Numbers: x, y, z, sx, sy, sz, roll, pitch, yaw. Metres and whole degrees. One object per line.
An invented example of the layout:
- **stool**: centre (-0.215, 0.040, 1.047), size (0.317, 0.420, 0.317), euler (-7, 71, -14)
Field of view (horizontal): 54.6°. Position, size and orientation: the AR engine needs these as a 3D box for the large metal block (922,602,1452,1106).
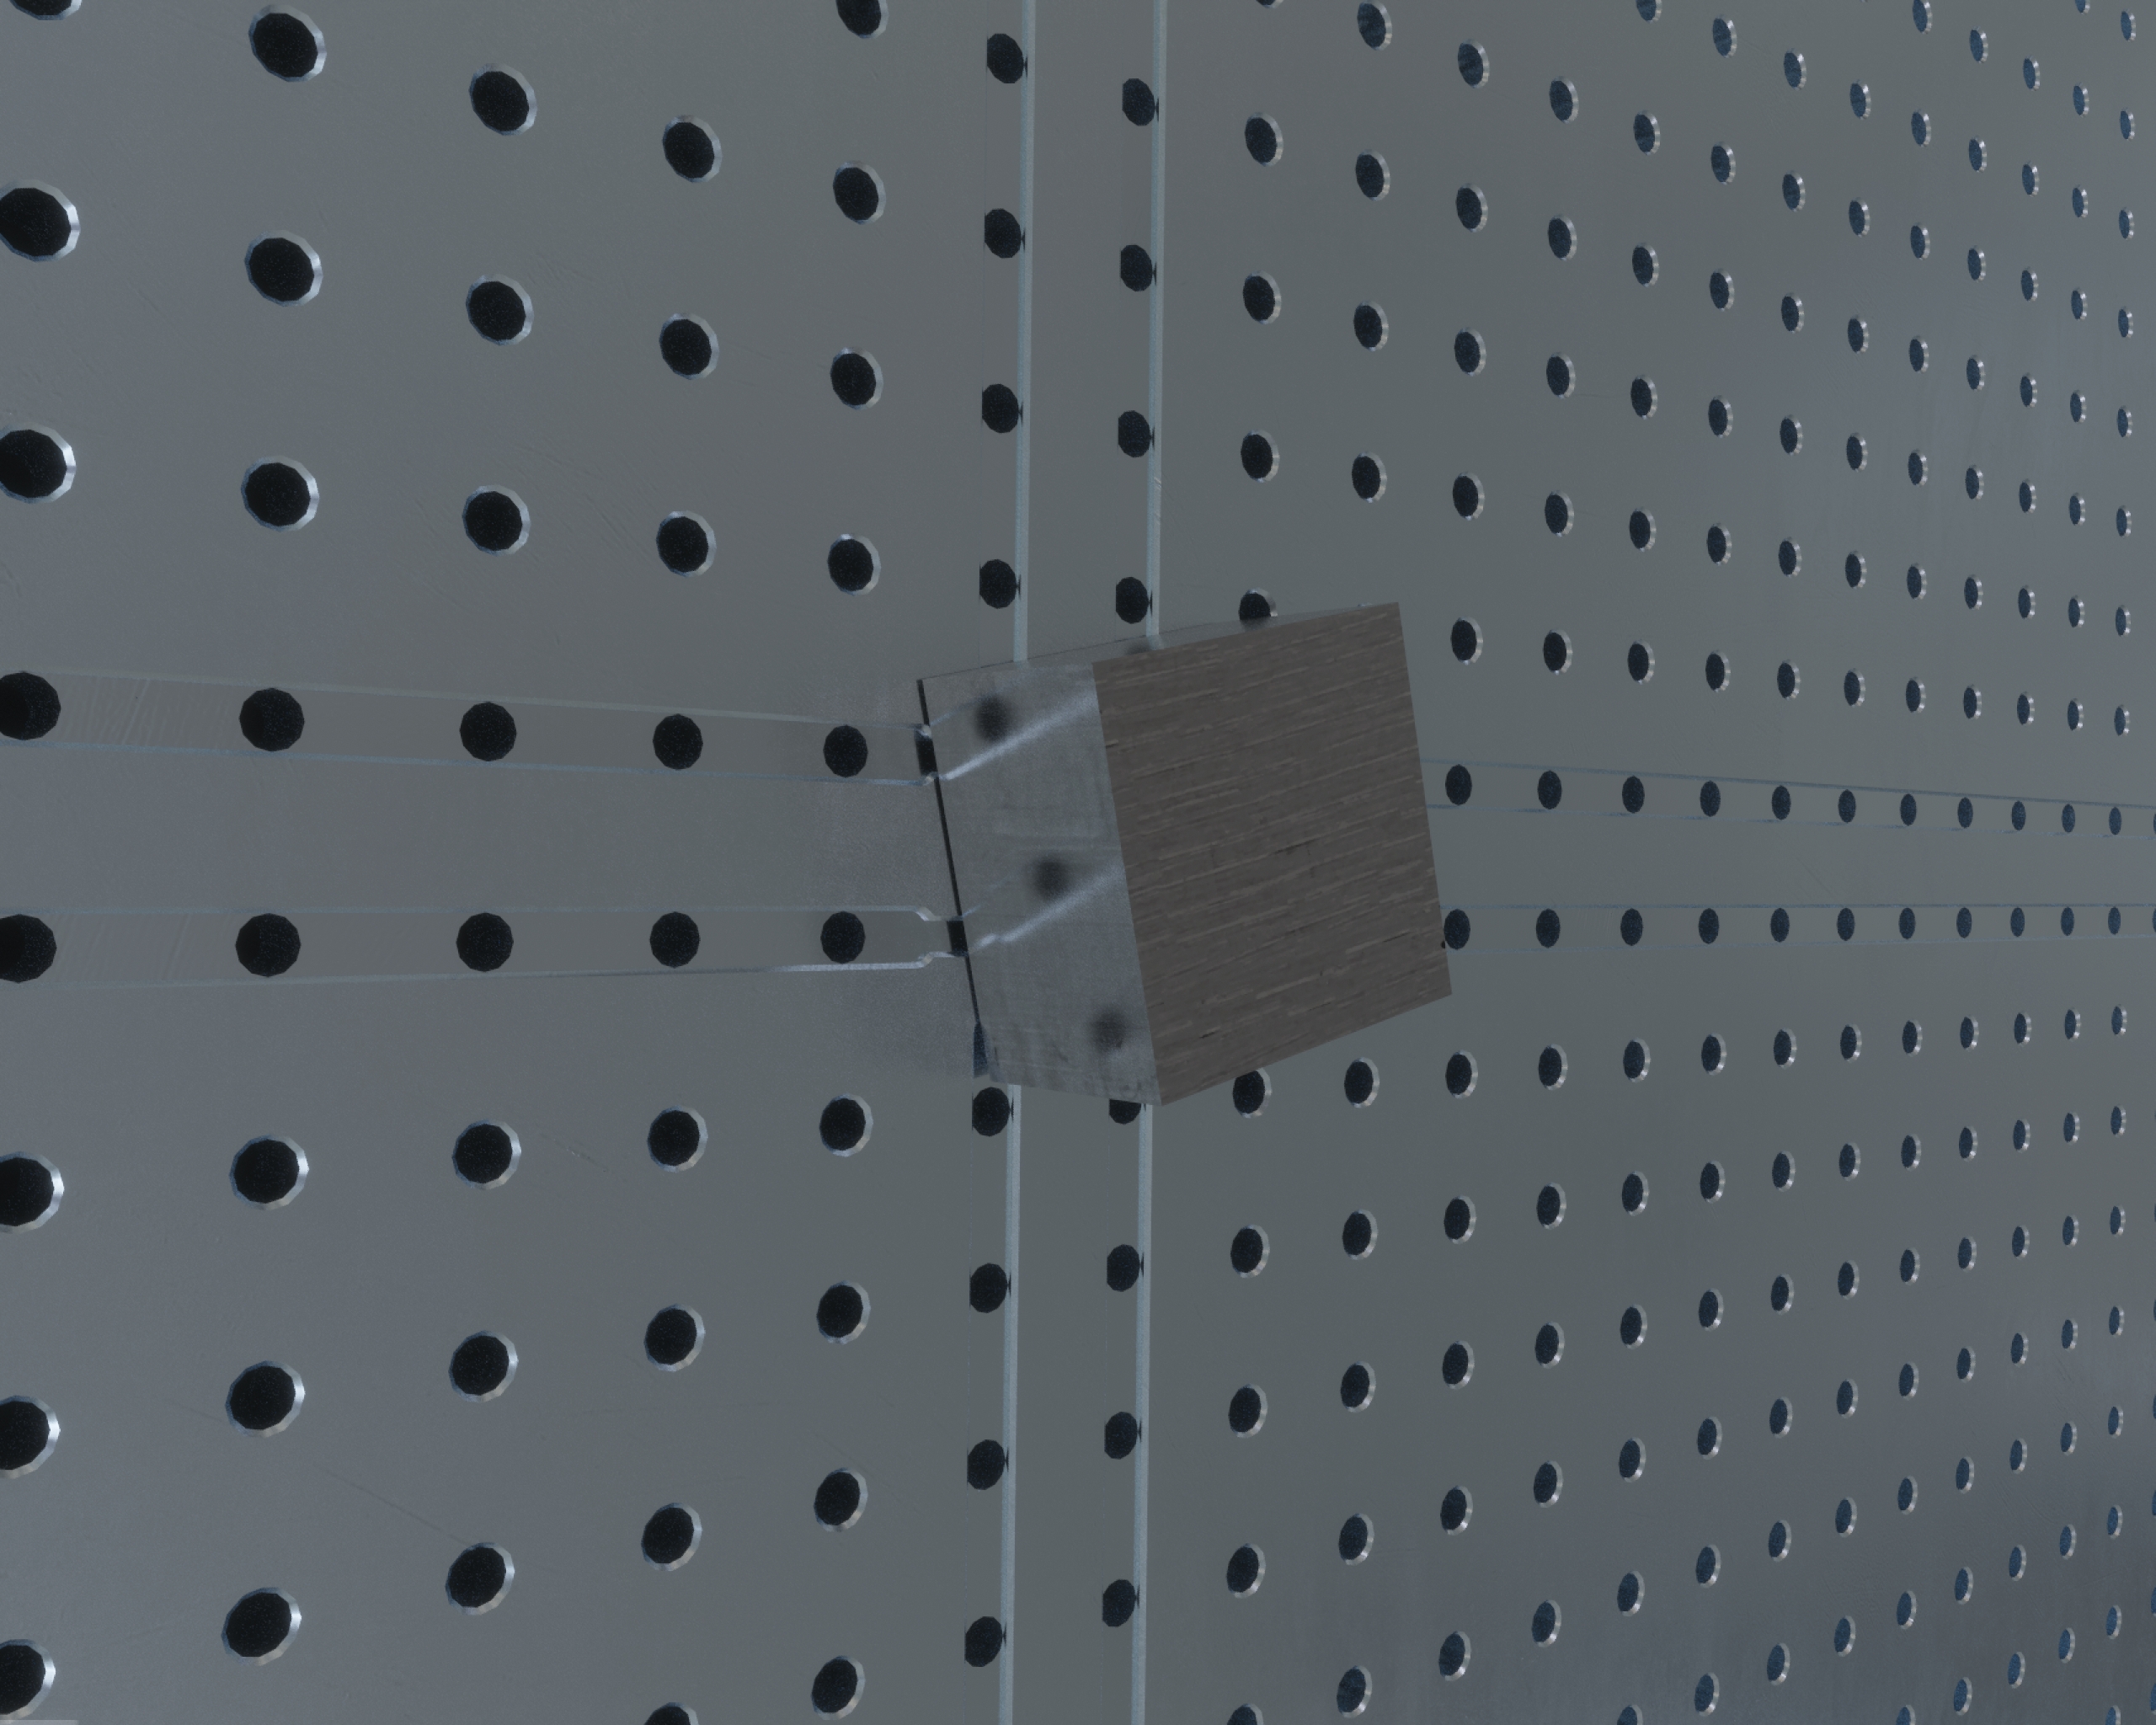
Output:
- **large metal block**: centre (0.023, -0.004, 0.410), size (0.081, 0.050, 0.080), euler (-16, 100, -39)
